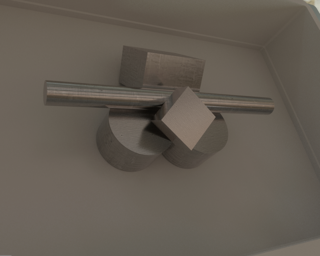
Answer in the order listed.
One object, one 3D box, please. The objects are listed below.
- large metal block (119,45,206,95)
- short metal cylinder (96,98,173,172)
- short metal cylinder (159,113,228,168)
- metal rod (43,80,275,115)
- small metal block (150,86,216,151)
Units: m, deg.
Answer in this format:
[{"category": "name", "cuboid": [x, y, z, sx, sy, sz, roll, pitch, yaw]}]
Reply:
[{"category": "large metal block", "cuboid": [0.000, -0.074, 0.408, 0.081, 0.050, 0.080, 1, 18, -28]}, {"category": "short metal cylinder", "cuboid": [-0.030, 0.006, 0.370, 0.081, 0.050, 0.080, 14, 56, -21]}, {"category": "short metal cylinder", "cuboid": [0.042, 0.007, 0.408, 0.081, 0.050, 0.080, 14, 56, -21]}, {"category": "metal rod", "cuboid": [0.021, -0.033, 0.373, 0.303, 0.025, 0.025, 1, 62, -28]}, {"category": "small metal block", "cuboid": [0.027, -0.011, 0.348, 0.050, 0.025, 0.050, 45, 70, -21]}]
